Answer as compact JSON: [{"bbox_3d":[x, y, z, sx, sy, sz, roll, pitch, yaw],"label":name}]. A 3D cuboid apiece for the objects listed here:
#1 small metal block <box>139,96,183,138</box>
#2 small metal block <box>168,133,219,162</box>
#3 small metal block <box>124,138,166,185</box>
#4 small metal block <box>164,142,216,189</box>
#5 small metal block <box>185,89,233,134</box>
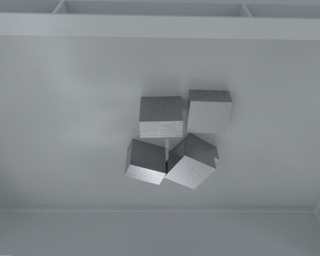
[{"bbox_3d":[0.001,-0.014,0.381,0.050,0.050,0.025,-1,130,0],"label":"small metal block"},{"bbox_3d":[0.048,0.041,0.445,0.050,0.025,0.050,29,124,-23],"label":"small metal block"},{"bbox_3d":[-0.020,0.047,0.432,0.050,0.050,0.025,16,128,-14],"label":"small metal block"},{"bbox_3d":[0.040,0.052,0.422,0.050,0.025,0.050,25,126,-20],"label":"small metal block"},{"bbox_3d":[0.060,-0.020,0.393,0.050,0.025,0.050,2,130,-2],"label":"small metal block"}]
